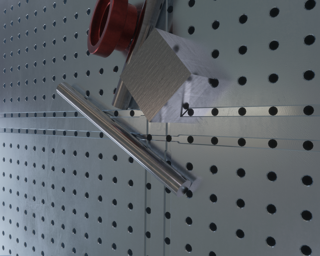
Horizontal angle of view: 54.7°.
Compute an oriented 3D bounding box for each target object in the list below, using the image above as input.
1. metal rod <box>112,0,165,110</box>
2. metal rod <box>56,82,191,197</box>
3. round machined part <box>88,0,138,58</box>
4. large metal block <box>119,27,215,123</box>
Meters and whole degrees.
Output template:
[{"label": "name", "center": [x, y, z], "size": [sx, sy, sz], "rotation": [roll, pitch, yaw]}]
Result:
[{"label": "metal rod", "center": [-0.009, -0.166, 0.416], "size": [0.025, 0.025, 0.298], "rotation": [32, 110, 35]}, {"label": "metal rod", "center": [-0.071, 0.003, 0.468], "size": [0.300, 0.025, 0.025], "rotation": [36, 112, 34]}, {"label": "round machined part", "center": [-0.066, -0.147, 0.438], "size": [0.098, 0.042, 0.098], "rotation": [-28, 57, 54]}, {"label": "large metal block", "center": [0.007, -0.063, 0.388], "size": [0.080, 0.050, 0.080], "rotation": [-48, 62, 29]}]
